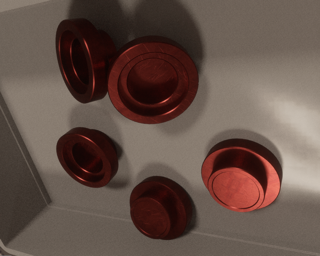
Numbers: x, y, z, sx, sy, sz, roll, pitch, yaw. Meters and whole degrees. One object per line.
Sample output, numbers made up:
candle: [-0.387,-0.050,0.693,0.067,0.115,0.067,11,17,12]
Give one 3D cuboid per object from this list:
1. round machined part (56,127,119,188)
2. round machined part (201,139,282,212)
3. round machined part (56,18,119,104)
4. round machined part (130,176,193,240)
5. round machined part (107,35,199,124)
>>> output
round machined part: [-0.106,0.041,0.477,0.098,0.042,0.097,13,124,20]
round machined part: [0.098,0.065,0.386,0.098,0.042,0.097,13,124,20]
round machined part: [-0.085,-0.082,0.374,0.098,0.042,0.097,30,130,44]
round machined part: [-0.005,0.125,0.463,0.098,0.042,0.097,9,110,27]
round machined part: [-0.009,-0.056,0.348,0.099,0.042,0.097,-5,124,-7]
